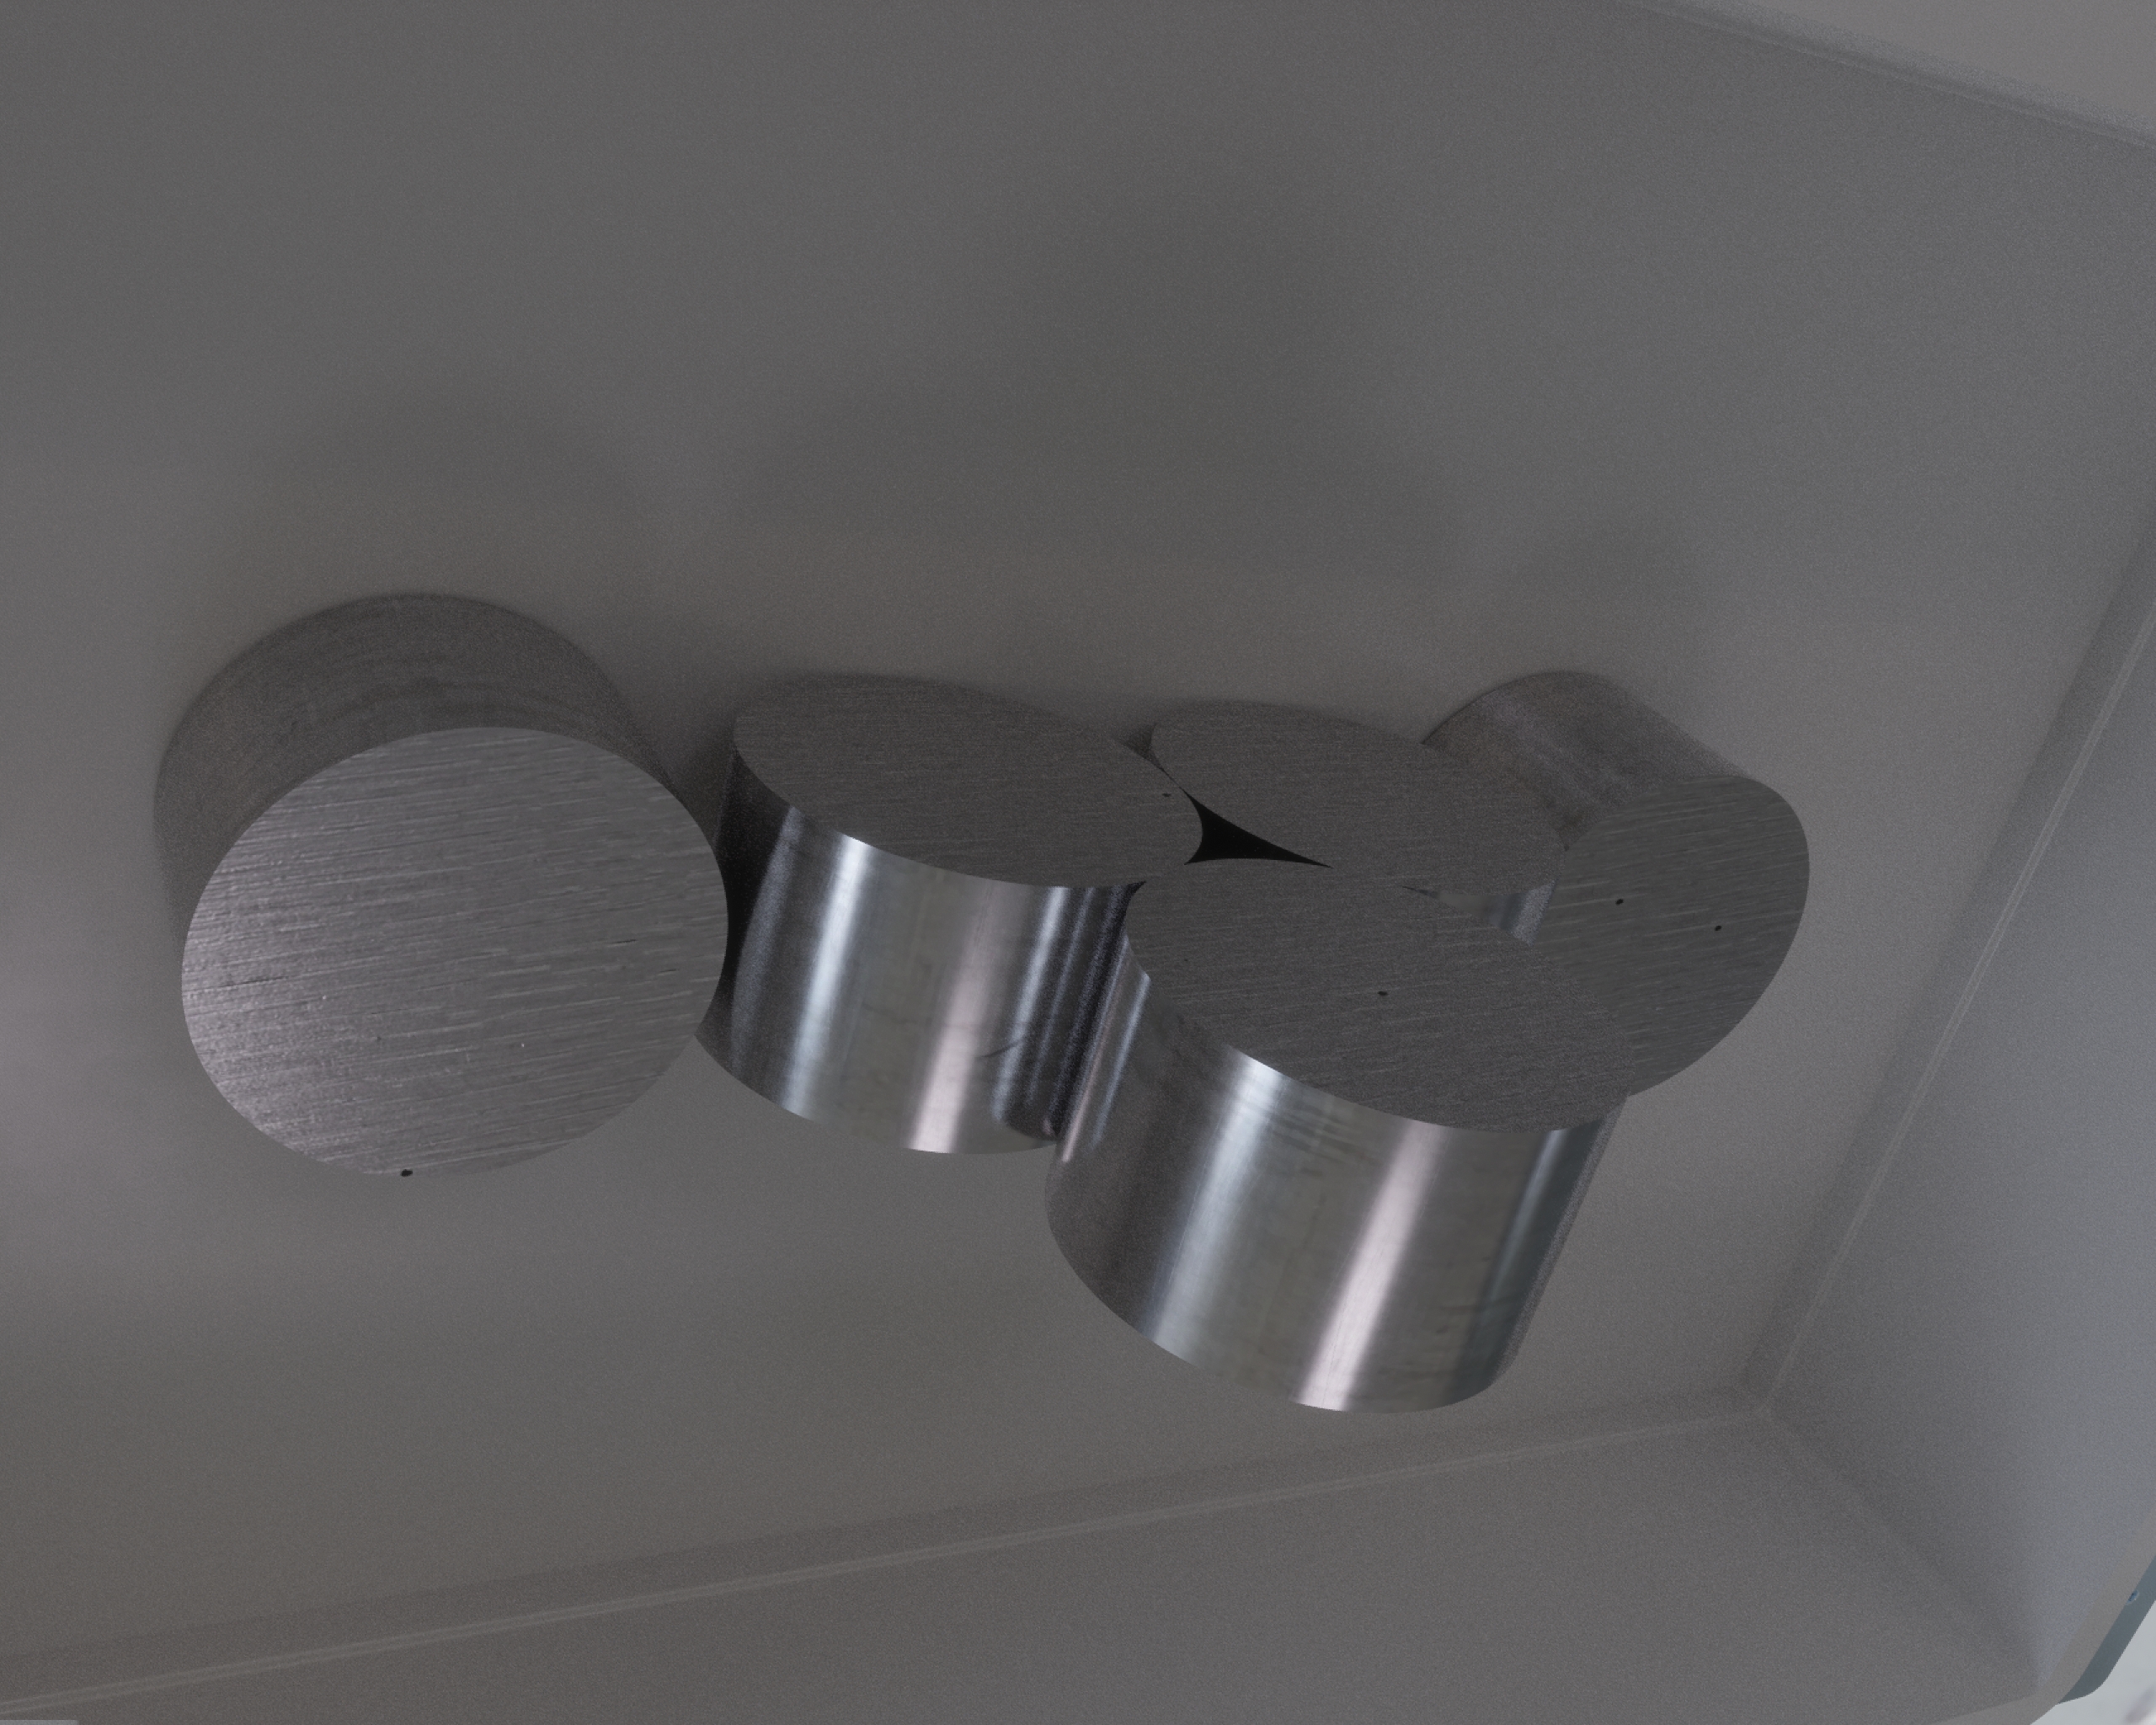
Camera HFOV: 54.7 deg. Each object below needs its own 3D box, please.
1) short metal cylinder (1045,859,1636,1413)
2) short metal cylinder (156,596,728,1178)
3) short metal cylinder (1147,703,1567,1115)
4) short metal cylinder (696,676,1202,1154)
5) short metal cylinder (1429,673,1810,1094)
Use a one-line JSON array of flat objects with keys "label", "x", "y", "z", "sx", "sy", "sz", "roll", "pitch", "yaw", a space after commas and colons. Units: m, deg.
[{"label": "short metal cylinder", "x": 0.040, "y": 0.040, "z": 0.329, "sx": 0.081, "sy": 0.080, "sz": 0.050, "roll": 2, "pitch": 118, "yaw": -29}, {"label": "short metal cylinder", "x": -0.103, "y": 0.004, "z": 0.336, "sx": 0.081, "sy": 0.050, "sz": 0.079, "roll": -14, "pitch": 124, "yaw": -21}, {"label": "short metal cylinder", "x": 0.046, "y": 0.009, "z": 0.401, "sx": 0.081, "sy": 0.080, "sz": 0.050, "roll": 2, "pitch": 118, "yaw": -29}, {"label": "short metal cylinder", "x": -0.024, "y": 0.007, "z": 0.361, "sx": 0.081, "sy": 0.080, "sz": 0.050, "roll": 2, "pitch": 118, "yaw": -29}, {"label": "short metal cylinder", "x": 0.109, "y": 0.005, "z": 0.453, "sx": 0.081, "sy": 0.050, "sz": 0.079, "roll": -14, "pitch": 124, "yaw": -21}]
